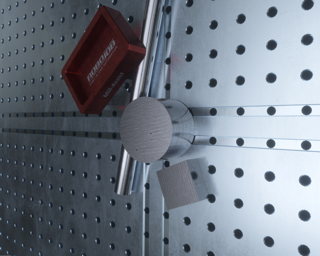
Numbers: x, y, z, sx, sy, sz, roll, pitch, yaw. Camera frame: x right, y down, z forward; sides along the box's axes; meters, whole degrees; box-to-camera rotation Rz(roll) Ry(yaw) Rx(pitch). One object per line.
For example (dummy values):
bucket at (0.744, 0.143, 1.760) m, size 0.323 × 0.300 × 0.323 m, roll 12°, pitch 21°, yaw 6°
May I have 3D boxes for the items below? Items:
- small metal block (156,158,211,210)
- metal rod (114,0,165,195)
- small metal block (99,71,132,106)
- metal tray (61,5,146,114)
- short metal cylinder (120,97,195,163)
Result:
small metal block at (0.028, 0.070, 0.385) m, size 0.050 × 0.025 × 0.050 m, roll -27°, pitch 73°, yaw 36°
metal rod at (-0.028, -0.052, 0.429) m, size 0.025 × 0.025 × 0.298 m, roll 17°, pitch 101°, yaw 38°
small metal block at (-0.075, -0.069, 0.469) m, size 0.050 × 0.025 × 0.050 m, roll 50°, pitch 119°, yaw 28°
metal tray at (-0.085, -0.093, 0.440) m, size 0.129 × 0.030 × 0.090 m, roll -47°, pitch 61°, yaw 29°
short metal cylinder at (-0.004, 0.002, 0.391) m, size 0.080 × 0.050 × 0.079 m, roll 1°, pitch 92°, yaw 36°
